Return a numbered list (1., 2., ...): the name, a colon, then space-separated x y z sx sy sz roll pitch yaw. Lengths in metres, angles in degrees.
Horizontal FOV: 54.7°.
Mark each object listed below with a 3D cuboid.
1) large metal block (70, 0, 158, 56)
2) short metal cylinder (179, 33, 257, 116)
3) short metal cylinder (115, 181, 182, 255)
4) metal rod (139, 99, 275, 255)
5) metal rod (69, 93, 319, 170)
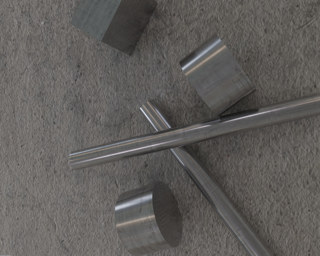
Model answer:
1. large metal block: -0.056 -0.148 0.399 0.050 0.080 0.080 32 101 17
2. short metal cylinder: 0.066 -0.060 0.356 0.050 0.080 0.080 -36 79 16
3. short metal cylinder: -0.012 0.112 0.384 0.050 0.080 0.080 -21 83 19
4. metal rod: 0.071 0.086 0.383 0.025 0.025 0.299 -41 78 15
5. metal rod: 0.034 0.008 0.373 0.301 0.025 0.025 -14 86 10
